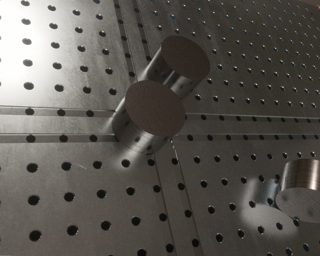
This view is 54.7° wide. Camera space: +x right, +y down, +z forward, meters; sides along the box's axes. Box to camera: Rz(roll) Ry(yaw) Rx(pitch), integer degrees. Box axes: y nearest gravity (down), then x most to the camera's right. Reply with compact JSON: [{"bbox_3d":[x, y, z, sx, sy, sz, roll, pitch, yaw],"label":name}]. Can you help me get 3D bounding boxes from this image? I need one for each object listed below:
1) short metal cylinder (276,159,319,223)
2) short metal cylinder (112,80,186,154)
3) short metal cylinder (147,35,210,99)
[{"bbox_3d":[0.208,0.089,0.434,0.080,0.080,0.050,34,51,-6],"label":"short metal cylinder"},{"bbox_3d":[-0.015,-0.014,0.394,0.081,0.050,0.080,14,56,-21],"label":"short metal cylinder"},{"bbox_3d":[0.027,-0.091,0.464,0.081,0.050,0.080,14,56,-21],"label":"short metal cylinder"}]
